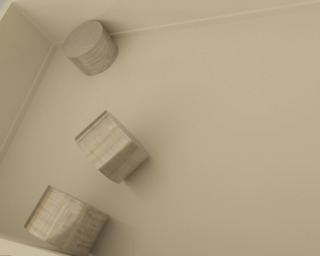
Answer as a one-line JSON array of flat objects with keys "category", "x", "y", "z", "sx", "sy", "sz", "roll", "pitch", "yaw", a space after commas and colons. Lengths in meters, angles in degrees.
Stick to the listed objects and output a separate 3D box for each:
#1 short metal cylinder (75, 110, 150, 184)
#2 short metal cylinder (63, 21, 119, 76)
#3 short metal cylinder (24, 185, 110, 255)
[{"category": "short metal cylinder", "x": -0.059, "y": 0.023, "z": 0.387, "sx": 0.050, "sy": 0.080, "sz": 0.080, "roll": -43, "pitch": 51, "yaw": -1}, {"category": "short metal cylinder", "x": -0.120, "y": -0.138, "z": 0.538, "sx": 0.080, "sy": 0.050, "sz": 0.080, "roll": -13, "pitch": 56, "yaw": 21}, {"category": "short metal cylinder", "x": -0.107, "y": 0.107, "z": 0.361, "sx": 0.080, "sy": 0.080, "sz": 0.050, "roll": 15, "pitch": 70, "yaw": 34}]
